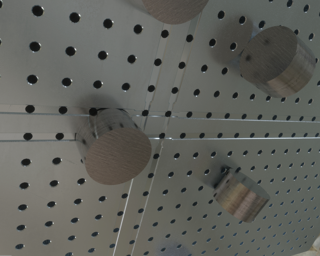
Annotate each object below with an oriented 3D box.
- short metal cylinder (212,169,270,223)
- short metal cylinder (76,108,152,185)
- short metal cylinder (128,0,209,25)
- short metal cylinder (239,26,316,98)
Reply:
[{"bbox_3d":[0.137,0.113,0.523,0.080,0.080,0.050,23,106,-37],"label":"short metal cylinder"},{"bbox_3d":[-0.057,0.022,0.379,0.081,0.050,0.079,-14,124,-21],"label":"short metal cylinder"},{"bbox_3d":[0.007,-0.149,0.308,0.081,0.050,0.079,-14,124,-21],"label":"short metal cylinder"},{"bbox_3d":[0.154,-0.086,0.409,0.050,0.080,0.080,23,106,-37],"label":"short metal cylinder"}]
